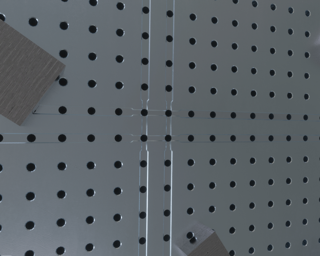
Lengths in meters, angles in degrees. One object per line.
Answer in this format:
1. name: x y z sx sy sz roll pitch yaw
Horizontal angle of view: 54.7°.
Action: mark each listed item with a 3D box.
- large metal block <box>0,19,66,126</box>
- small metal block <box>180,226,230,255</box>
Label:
1. large metal block: -0.163 -0.057 0.339 0.080 0.050 0.080 36 78 -17
2. small metal block: 0.065 0.177 0.437 0.050 0.025 0.050 -35 102 -17
